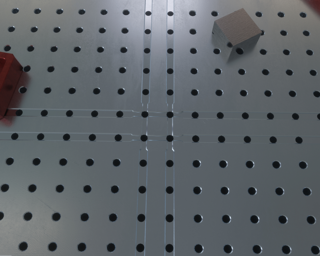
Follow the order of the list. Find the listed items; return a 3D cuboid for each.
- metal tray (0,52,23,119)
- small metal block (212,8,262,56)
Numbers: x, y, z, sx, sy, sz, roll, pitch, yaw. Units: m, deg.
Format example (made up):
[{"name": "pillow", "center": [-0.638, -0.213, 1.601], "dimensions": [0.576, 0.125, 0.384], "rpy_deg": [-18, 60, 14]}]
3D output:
[{"name": "metal tray", "center": [-0.272, -0.068, 0.431], "dimensions": [0.131, 0.030, 0.090], "rpy_deg": [11, 70, 4]}, {"name": "small metal block", "center": [0.115, -0.145, 0.465], "dimensions": [0.050, 0.025, 0.050], "rpy_deg": [-27, 72, -10]}]
